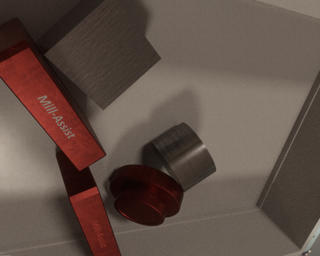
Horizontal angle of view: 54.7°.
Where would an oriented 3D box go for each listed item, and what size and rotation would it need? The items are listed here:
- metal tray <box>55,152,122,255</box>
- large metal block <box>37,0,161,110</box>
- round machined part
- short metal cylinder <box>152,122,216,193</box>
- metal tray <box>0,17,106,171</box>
[{"bbox_3d":[-0.087,0.098,0.380,0.030,0.090,0.129,-21,127,-17],"label":"metal tray"},{"bbox_3d":[-0.060,-0.079,0.312,0.080,0.050,0.080,-42,130,0],"label":"large metal block"},{"bbox_3d":[-0.021,0.095,0.410,0.098,0.042,0.097,13,140,11],"label":"round machined part"},{"bbox_3d":[0.031,0.039,0.416,0.050,0.080,0.080,-32,129,-8],"label":"short metal cylinder"},{"bbox_3d":[-0.104,-0.030,0.291,0.030,0.090,0.130,-32,129,-8],"label":"metal tray"}]
